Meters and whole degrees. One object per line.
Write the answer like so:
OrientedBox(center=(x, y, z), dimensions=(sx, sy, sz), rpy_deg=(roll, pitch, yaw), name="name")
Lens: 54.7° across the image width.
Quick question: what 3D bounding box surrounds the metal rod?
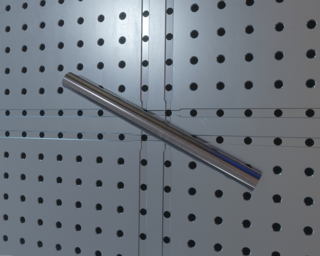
OrientedBox(center=(-0.010, -0.003, 0.415), dimensions=(0.301, 0.025, 0.025), rpy_deg=(29, 99, 17), name="metal rod")
